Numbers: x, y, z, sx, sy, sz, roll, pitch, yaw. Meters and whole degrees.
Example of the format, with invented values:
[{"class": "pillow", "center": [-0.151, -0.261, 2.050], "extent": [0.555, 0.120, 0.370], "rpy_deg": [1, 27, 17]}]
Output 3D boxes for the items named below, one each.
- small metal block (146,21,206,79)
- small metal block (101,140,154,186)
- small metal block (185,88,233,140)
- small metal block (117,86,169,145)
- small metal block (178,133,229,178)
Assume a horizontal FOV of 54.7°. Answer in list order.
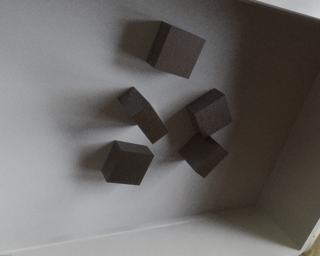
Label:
[{"class": "small metal block", "center": [0.018, -0.091, 0.364], "extent": [0.050, 0.025, 0.050], "rpy_deg": [11, 113, -33]}, {"class": "small metal block", "center": [-0.043, 0.048, 0.416], "extent": [0.050, 0.025, 0.050], "rpy_deg": [13, 111, -34]}, {"class": "small metal block", "center": [0.070, -0.020, 0.437], "extent": [0.050, 0.025, 0.050], "rpy_deg": [-32, 129, -8]}, {"class": "small metal block", "center": [-0.020, -0.015, 0.373], "extent": [0.025, 0.050, 0.050], "rpy_deg": [-38, 130, -3]}, {"class": "small metal block", "center": [0.062, 0.036, 0.451], "extent": [0.050, 0.050, 0.025], "rpy_deg": [-47, 130, 4]}]
